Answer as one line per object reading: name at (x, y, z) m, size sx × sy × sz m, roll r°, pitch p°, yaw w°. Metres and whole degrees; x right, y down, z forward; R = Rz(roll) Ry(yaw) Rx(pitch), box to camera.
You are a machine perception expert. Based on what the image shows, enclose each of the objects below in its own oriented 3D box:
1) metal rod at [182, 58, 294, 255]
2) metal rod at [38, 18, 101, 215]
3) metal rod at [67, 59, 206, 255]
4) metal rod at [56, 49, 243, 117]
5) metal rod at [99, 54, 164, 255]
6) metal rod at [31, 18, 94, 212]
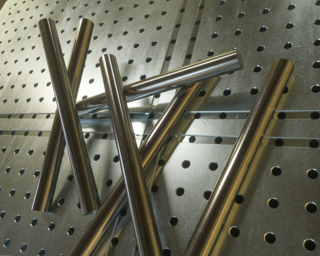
metal rod at (0.080, 0.050, 0.336) m, size 0.025 × 0.025 × 0.300 m, roll 18°, pitch 71°, yaw 35°
metal rod at (-0.131, -0.028, 0.437) m, size 0.025 × 0.025 × 0.299 m, roll -24°, pitch 71°, yaw 14°
metal rod at (-0.018, 0.036, 0.396) m, size 0.025 × 0.025 × 0.300 m, roll 24°, pitch 75°, yaw 36°
metal rod at (-0.034, -0.052, 0.436) m, size 0.300 × 0.025 × 0.025 m, roll -13°, pitch 56°, yaw 29°
metal rod at (-0.039, 0.028, 0.377) m, size 0.025 × 0.025 × 0.299 m, roll -24°, pitch 60°, yaw 14°
metal rod at (-0.142, -0.029, 0.466) m, size 0.025 × 0.025 × 0.299 m, roll 1°, pitch 73°, yaw 28°
